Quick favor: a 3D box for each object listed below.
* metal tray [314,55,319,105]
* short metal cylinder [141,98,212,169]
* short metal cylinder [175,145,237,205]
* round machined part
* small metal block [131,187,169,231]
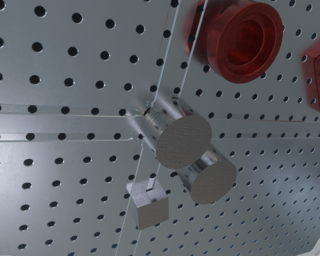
[{"bbox_3d":[0.314,-0.086,0.525,0.090,0.030,0.130,-36,129,-4],"label":"metal tray"},{"bbox_3d":[0.021,0.007,0.411,0.081,0.050,0.079,-14,124,-21],"label":"short metal cylinder"},{"bbox_3d":[0.070,0.070,0.476,0.081,0.050,0.079,-14,124,-21],"label":"short metal cylinder"},{"bbox_3d":[0.100,-0.109,0.388,0.099,0.042,0.097,-14,124,-21],"label":"round machined part"},{"bbox_3d":[-0.015,0.125,0.480,0.050,0.025,0.050,-15,125,-20],"label":"small metal block"}]
